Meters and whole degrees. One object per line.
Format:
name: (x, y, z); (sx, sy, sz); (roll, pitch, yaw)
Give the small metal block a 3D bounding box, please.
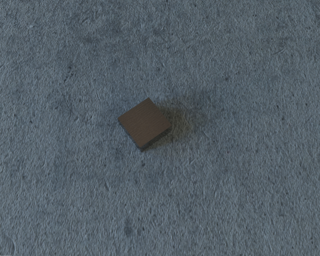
small metal block: (-0.020, -0.004, 0.411); (0.050, 0.025, 0.050); (-35, 74, -12)
